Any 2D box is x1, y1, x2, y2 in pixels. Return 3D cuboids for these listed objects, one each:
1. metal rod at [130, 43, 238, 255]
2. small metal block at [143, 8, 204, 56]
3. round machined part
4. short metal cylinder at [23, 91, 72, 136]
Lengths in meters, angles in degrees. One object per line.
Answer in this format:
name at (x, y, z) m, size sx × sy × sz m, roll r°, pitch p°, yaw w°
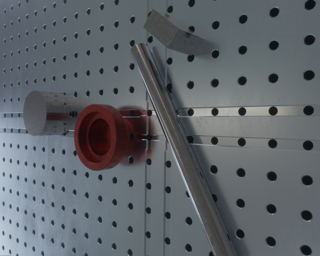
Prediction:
metal rod at (0.024, 0.021, 0.389) m, size 0.025 × 0.025 × 0.299 m, roll -34°, pitch 69°, yaw 35°
small metal block at (0.017, -0.116, 0.379) m, size 0.050 × 0.050 × 0.025 m, roll 47°, pitch 118°, yaw 29°
round machined part at (-0.083, 0.013, 0.467) m, size 0.098 × 0.042 × 0.097 m, roll 0°, pitch 90°, yaw 40°
short metal cylinder at (-0.204, -0.026, 0.561) m, size 0.080 × 0.050 × 0.079 m, roll 0°, pitch 90°, yaw 40°
